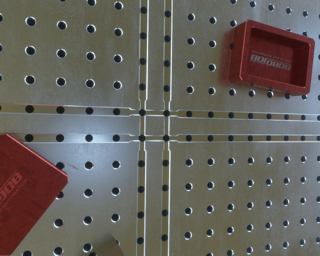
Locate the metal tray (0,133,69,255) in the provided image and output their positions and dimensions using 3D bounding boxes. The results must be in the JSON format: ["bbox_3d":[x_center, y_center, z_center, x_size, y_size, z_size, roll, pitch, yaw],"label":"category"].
[{"bbox_3d":[-0.179,0.082,0.344,0.090,0.030,0.130,40,77,-16],"label":"metal tray"}]

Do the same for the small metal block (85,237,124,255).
[{"bbox_3d":[-0.066,0.176,0.389,0.050,0.025,0.050,-29,100,-18],"label":"small metal block"}]

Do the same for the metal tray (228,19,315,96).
[{"bbox_3d":[0.173,-0.104,0.475,0.131,0.030,0.089,8,87,-20],"label":"metal tray"}]
